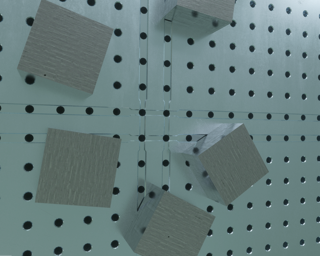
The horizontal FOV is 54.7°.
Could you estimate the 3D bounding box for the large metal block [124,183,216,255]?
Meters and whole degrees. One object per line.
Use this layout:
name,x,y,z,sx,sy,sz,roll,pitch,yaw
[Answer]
large metal block,0.012,0.130,0.405,0.080,0.050,0.080,31,80,-18

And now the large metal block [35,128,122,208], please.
large metal block,-0.096,0.045,0.364,0.081,0.050,0.080,10,87,-20

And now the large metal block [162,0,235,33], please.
large metal block,0.055,-0.185,0.421,0.081,0.050,0.080,10,87,-20

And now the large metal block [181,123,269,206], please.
large metal block,0.091,0.048,0.435,0.080,0.050,0.080,-33,101,-17

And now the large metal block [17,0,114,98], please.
large metal block,-0.109,-0.087,0.359,0.081,0.050,0.080,18,84,-20
